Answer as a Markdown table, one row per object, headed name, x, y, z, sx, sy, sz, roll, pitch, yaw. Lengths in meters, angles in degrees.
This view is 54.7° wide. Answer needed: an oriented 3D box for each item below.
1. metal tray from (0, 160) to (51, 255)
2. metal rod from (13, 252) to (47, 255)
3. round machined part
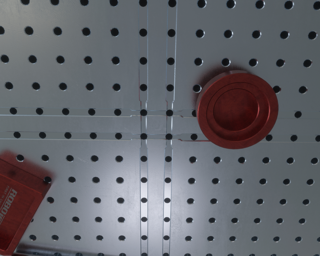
| name | x | y | z | sx | sy | sz | roll | pitch | yaw |
| --- | --- | --- | --- | --- | --- | --- | --- | --- | --- |
| metal tray | -0.231 | 0.118 | 0.451 | 0.090 | 0.030 | 0.129 | 30 | 107 | -11 |
| metal rod | -0.085 | 0.232 | 0.498 | 0.302 | 0.025 | 0.025 | 9 | 110 | -4 |
| round machined part | 0.095 | -0.025 | 0.396 | 0.099 | 0.042 | 0.097 | 0 | 110 | 0 |
